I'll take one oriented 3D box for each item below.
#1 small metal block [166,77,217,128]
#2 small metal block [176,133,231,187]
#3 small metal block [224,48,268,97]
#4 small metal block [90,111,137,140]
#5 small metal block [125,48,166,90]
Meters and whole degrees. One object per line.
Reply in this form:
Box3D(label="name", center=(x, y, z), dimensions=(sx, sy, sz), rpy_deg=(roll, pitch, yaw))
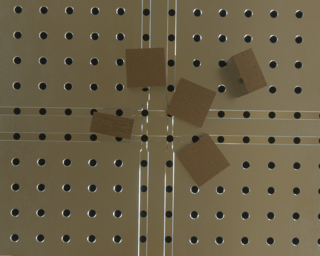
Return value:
Box3D(label="small metal block", center=(0.040, -0.033, 0.414), dimensions=(0.050, 0.025, 0.050), rpy_deg=(23, 90, 0))
Box3D(label="small metal block", center=(0.056, 0.042, 0.414), dimensions=(0.050, 0.025, 0.050), rpy_deg=(-36, 90, 0))
Box3D(label="small metal block", center=(0.110, -0.070, 0.401), dimensions=(0.025, 0.050, 0.050), rpy_deg=(-24, 90, 0))
Box3D(label="small metal block", center=(-0.058, -0.003, 0.401), dimensions=(0.050, 0.050, 0.025), rpy_deg=(11, 90, 0))
Box3D(label="small metal block", center=(-0.018, -0.078, 0.413), dimensions=(0.050, 0.025, 0.050), rpy_deg=(-3, 90, 0))
